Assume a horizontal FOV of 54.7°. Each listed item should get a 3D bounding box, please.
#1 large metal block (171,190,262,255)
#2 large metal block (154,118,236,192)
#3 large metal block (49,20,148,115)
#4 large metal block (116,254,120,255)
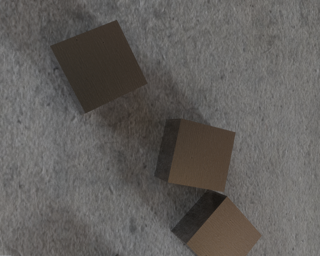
[{"bbox_3d":[0.077,0.145,0.426,0.080,0.050,0.080,-45,104,-15],"label":"large metal block"},{"bbox_3d":[0.046,0.036,0.414,0.081,0.050,0.080,14,85,-20],"label":"large metal block"},{"bbox_3d":[-0.074,-0.070,0.369,0.081,0.050,0.080,-29,100,-18],"label":"large metal block"},{"bbox_3d":[-0.047,0.220,0.379,0.080,0.050,0.080,-47,105,-14],"label":"large metal block"}]
